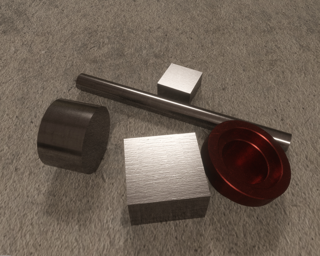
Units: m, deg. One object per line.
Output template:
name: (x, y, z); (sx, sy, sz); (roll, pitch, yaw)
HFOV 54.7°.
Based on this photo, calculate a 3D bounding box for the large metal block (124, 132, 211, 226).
large metal block: (0.004, 0.055, 0.341); (0.081, 0.050, 0.080); (-5, 50, -5)

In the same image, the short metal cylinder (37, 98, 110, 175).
short metal cylinder: (-0.096, 0.009, 0.358); (0.050, 0.080, 0.080); (11, 51, 9)

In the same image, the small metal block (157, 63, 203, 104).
small metal block: (0.030, -0.065, 0.458); (0.050, 0.025, 0.050); (20, 53, 15)

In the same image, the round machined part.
round machined part: (0.091, 0.042, 0.346); (0.099, 0.042, 0.098); (11, 51, -14)

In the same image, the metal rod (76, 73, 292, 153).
metal rod: (0.022, -0.025, 0.424); (0.301, 0.025, 0.025); (18, 52, 14)
